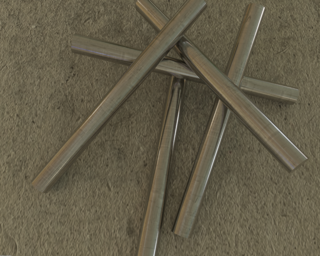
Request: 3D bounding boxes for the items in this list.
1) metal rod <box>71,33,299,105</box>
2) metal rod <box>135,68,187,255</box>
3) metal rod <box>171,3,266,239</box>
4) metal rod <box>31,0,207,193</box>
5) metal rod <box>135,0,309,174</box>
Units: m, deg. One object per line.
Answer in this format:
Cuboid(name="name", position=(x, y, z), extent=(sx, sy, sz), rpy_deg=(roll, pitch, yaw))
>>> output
Cuboid(name="metal rod", position=(0.037, -0.076, 0.410), extent=(0.302, 0.025, 0.025), rpy_deg=(12, 70, -6))
Cuboid(name="metal rod", position=(0.002, 0.057, 0.387), extent=(0.025, 0.025, 0.299), rpy_deg=(10, 70, 3))
Cuboid(name="metal rod", position=(0.075, -0.015, 0.383), extent=(0.025, 0.025, 0.299), rpy_deg=(19, 82, 6))
Cuboid(name="metal rod", position=(-0.050, -0.041, 0.380), extent=(0.025, 0.025, 0.300), rpy_deg=(41, 91, 13))
Cuboid(name="metal rod", position=(0.058, -0.069, 0.376), extent=(0.025, 0.025, 0.300), rpy_deg=(-32, 64, -11))
